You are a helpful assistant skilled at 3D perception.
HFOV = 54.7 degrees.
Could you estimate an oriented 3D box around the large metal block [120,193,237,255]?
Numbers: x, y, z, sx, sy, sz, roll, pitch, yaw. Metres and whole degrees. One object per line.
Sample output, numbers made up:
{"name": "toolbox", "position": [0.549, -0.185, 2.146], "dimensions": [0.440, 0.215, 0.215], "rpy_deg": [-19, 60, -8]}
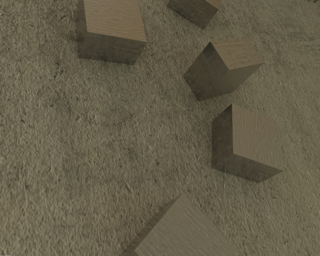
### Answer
{"name": "large metal block", "position": [0.018, 0.129, 0.318], "dimensions": [0.080, 0.050, 0.080], "rpy_deg": [46, 51, 3]}

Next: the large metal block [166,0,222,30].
{"name": "large metal block", "position": [0.069, -0.242, 0.572], "dimensions": [0.080, 0.050, 0.080], "rpy_deg": [30, 52, -10]}

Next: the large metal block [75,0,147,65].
{"name": "large metal block", "position": [-0.071, -0.140, 0.435], "dimensions": [0.081, 0.050, 0.080], "rpy_deg": [2, 61, -27]}

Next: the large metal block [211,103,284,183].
{"name": "large metal block", "position": [0.121, 0.023, 0.439], "dimensions": [0.080, 0.050, 0.080], "rpy_deg": [19, 54, -17]}

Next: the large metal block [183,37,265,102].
{"name": "large metal block", "position": [0.096, -0.090, 0.475], "dimensions": [0.081, 0.080, 0.050], "rpy_deg": [-17, 71, -35]}
